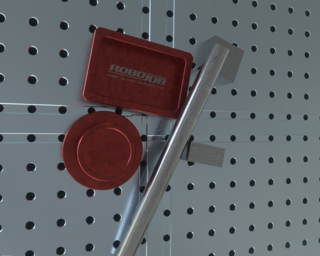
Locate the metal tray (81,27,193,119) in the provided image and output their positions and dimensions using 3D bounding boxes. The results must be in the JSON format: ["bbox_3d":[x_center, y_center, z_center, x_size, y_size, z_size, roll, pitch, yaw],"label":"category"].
[{"bbox_3d":[-0.028,-0.066,0.399,0.131,0.030,0.090,11,86,-20],"label":"metal tray"}]

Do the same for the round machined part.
[{"bbox_3d":[-0.068,0.028,0.378,0.099,0.042,0.097,0,90,-20],"label":"round machined part"}]

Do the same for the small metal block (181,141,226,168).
[{"bbox_3d":[0.051,0.034,0.418,0.050,0.050,0.025,13,86,-20],"label":"small metal block"}]

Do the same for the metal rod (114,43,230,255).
[{"bbox_3d":[0.014,0.035,0.393,0.025,0.025,0.299,24,91,-19],"label":"metal rod"}]

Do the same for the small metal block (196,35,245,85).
[{"bbox_3d":[0.086,-0.096,0.444,0.050,0.025,0.050,22,83,-19],"label":"small metal block"}]
